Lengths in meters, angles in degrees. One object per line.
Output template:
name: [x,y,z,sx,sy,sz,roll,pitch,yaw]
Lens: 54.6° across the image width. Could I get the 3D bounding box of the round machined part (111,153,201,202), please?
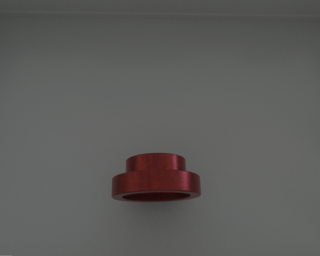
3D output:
round machined part: [-0.004,0.057,0.350,0.099,0.098,0.042,-2,70,-1]
